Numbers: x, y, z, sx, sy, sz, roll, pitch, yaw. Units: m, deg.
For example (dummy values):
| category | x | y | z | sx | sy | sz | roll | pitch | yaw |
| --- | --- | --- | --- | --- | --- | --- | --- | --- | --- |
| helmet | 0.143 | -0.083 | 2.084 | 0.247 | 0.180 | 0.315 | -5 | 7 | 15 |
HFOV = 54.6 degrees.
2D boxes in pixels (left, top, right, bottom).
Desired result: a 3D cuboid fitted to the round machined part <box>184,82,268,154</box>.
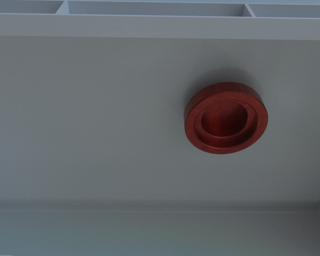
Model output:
| category | x | y | z | sx | sy | sz | roll | pitch | yaw |
| --- | --- | --- | --- | --- | --- | --- | --- | --- | --- |
| round machined part | 0.079 | -0.016 | 0.385 | 0.099 | 0.042 | 0.097 | 0 | 130 | 0 |
